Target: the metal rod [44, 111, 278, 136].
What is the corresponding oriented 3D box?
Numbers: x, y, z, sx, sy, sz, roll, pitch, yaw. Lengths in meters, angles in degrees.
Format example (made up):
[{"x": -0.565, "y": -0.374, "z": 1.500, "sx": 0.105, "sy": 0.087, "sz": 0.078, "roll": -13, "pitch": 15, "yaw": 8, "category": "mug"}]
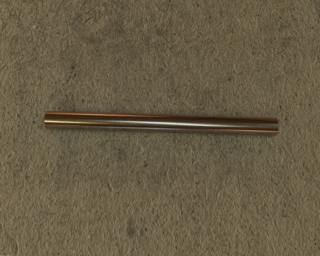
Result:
[{"x": 0.002, "y": -0.006, "z": 0.412, "sx": 0.302, "sy": 0.025, "sz": 0.025, "roll": 2, "pitch": 70, "yaw": 0, "category": "metal rod"}]
